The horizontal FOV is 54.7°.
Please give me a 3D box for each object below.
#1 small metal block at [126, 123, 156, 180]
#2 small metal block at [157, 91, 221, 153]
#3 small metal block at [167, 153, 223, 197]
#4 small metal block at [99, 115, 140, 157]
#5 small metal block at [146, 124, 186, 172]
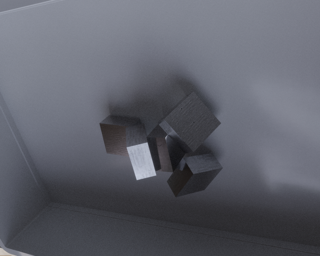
[{"bbox_3d":[-0.025,0.029,0.397,0.025,0.050,0.050,-14,119,-1],"label":"small metal block"},{"bbox_3d":[0.034,-0.006,0.364,0.050,0.050,0.025,48,161,-6],"label":"small metal block"},{"bbox_3d":[0.044,0.061,0.400,0.025,0.050,0.050,58,136,32],"label":"small metal block"},{"bbox_3d":[-0.053,0.012,0.438,0.050,0.025,0.050,6,121,24],"label":"small metal block"},{"bbox_3d":[0.010,0.021,0.397,0.025,0.050,0.050,1,119,27],"label":"small metal block"}]
